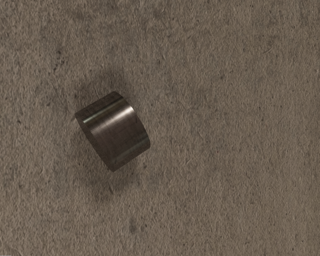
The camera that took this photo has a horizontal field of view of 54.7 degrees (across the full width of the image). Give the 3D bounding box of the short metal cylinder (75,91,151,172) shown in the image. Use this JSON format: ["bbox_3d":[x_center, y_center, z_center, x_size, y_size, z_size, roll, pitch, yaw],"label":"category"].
[{"bbox_3d":[-0.055,0.004,0.360,0.050,0.080,0.080,-34,101,-17],"label":"short metal cylinder"}]
